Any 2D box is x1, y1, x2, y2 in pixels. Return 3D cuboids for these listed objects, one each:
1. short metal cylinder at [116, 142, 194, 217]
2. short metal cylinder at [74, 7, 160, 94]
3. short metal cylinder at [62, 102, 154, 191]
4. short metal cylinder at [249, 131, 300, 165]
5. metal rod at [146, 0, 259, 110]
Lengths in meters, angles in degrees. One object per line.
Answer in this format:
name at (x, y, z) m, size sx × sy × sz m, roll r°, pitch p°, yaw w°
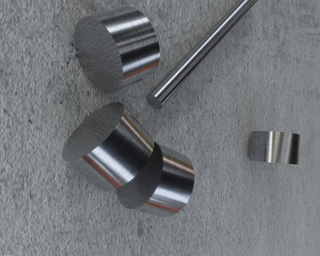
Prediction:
short metal cylinder at (-0.007, 0.059, 0.363) m, size 0.050 × 0.080 × 0.080 m, roll 27°, pitch 73°, yaw -37°
short metal cylinder at (-0.046, -0.083, 0.330) m, size 0.050 × 0.080 × 0.080 m, roll -31°, pitch 110°, yaw -36°
short metal cylinder at (-0.054, 0.018, 0.324) m, size 0.050 × 0.080 × 0.080 m, roll 50°, pitch 61°, yaw -29°
short metal cylinder at (0.196, 0.034, 0.533) m, size 0.081 × 0.080 × 0.050 m, roll 8°, pitch 85°, yaw -40°
metal rod at (0.079, -0.133, 0.469) m, size 0.301 × 0.025 × 0.025 m, roll -49°, pitch 119°, yaw -29°
